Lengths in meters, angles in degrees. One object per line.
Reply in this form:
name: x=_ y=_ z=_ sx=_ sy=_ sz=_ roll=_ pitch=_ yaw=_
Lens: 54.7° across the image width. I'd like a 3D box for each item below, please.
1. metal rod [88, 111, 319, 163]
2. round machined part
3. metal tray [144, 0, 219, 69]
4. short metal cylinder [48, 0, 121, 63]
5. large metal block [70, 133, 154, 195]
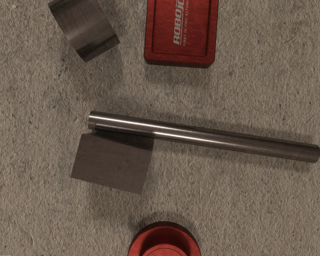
metal rod: x=0.058 y=0.012 z=0.410 sx=0.302 sy=0.025 sz=0.025 roll=9 pitch=90 yaw=-1
round machined part: x=0.006 y=0.176 z=0.402 sx=0.099 sy=0.042 sz=0.097 roll=0 pitch=90 yaw=-1
metal tray: x=0.029 y=-0.148 z=0.407 sx=0.091 sy=0.030 sz=0.129 roll=4 pitch=90 yaw=-1
short metal cylinder: x=-0.091 y=-0.128 z=0.381 sx=0.050 sy=0.080 sz=0.080 roll=-31 pitch=90 yaw=0
large metal block: x=-0.054 y=0.040 z=0.382 sx=0.080 sy=0.080 sz=0.050 roll=14 pitch=90 yaw=-1
